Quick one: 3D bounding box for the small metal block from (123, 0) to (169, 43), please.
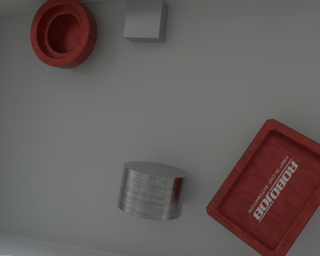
[{"bbox_3d":[-0.018,-0.143,0.416,0.050,0.025,0.050,7,92,19],"label":"small metal block"}]

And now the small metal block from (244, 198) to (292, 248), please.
[{"bbox_3d":[0.127,0.110,0.366,0.050,0.025,0.050,-4,89,19],"label":"small metal block"}]

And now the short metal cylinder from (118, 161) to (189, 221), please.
[{"bbox_3d":[-0.009,0.075,0.384,0.080,0.080,0.050,11,94,19],"label":"short metal cylinder"}]

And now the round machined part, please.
[{"bbox_3d":[-0.133,-0.134,0.447,0.098,0.042,0.097,0,90,19],"label":"round machined part"}]

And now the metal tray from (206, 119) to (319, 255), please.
[{"bbox_3d":[0.125,0.066,0.341,0.090,0.030,0.130,34,88,25],"label":"metal tray"}]
